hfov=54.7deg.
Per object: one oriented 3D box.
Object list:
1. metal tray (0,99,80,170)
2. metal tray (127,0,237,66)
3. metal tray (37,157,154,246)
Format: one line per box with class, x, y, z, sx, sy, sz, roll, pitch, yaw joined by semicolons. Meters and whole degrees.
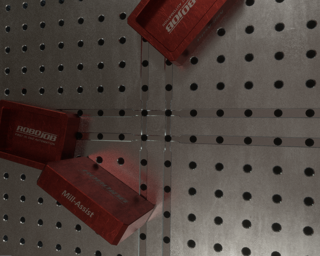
metal tray;-0.193;0.011;0.475;0.130;0.030;0.089;12;94;19
metal tray;0.031;-0.158;0.398;0.090;0.030;0.130;45;103;14
metal tray;-0.081;0.088;0.405;0.130;0.090;0.030;32;101;16
